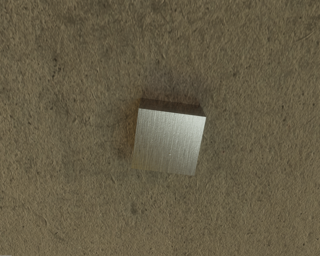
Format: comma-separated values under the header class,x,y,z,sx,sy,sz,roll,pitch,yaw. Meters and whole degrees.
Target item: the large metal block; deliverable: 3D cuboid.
class,x,y,z,sx,sy,sz,roll,pitch,yaw
large metal block,0.009,0.010,0.402,0.081,0.050,0.079,7,110,-3
